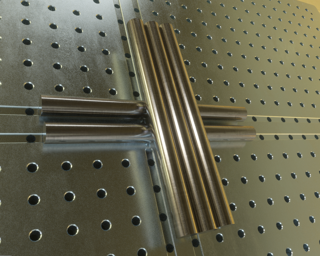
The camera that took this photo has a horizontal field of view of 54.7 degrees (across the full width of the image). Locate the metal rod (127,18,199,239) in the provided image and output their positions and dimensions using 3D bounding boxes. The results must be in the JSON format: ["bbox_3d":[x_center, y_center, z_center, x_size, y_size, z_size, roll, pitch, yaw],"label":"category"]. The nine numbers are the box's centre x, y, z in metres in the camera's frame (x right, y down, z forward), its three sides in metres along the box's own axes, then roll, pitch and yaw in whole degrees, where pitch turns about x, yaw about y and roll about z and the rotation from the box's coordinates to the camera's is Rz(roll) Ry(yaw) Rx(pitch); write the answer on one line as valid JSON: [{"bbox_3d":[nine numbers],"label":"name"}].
[{"bbox_3d":[-0.004,-0.019,0.387,0.025,0.025,0.299,1,61,-28],"label":"metal rod"}]

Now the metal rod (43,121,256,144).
[{"bbox_3d":[0.007,0.007,0.409,0.303,0.025,0.025,1,62,-28],"label":"metal rod"}]

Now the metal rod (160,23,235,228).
[{"bbox_3d":[0.040,-0.020,0.412,0.025,0.025,0.299,1,61,-28],"label":"metal rod"}]

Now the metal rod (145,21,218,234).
[{"bbox_3d":[0.018,-0.019,0.399,0.025,0.025,0.299,1,61,-28],"label":"metal rod"}]

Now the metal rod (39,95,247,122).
[{"bbox_3d":[-0.003,-0.024,0.423,0.303,0.025,0.025,1,62,-28],"label":"metal rod"}]
